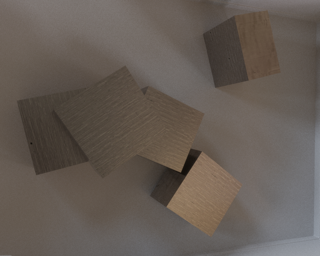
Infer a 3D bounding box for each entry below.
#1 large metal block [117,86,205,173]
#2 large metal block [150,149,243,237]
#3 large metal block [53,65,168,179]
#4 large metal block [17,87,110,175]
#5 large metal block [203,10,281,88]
[{"bbox_3d":[-0.002,0.002,0.396,0.080,0.050,0.080,25,82,-18],"label":"large metal block"},{"bbox_3d":[0.048,0.082,0.411,0.080,0.050,0.080,39,78,-22],"label":"large metal block"},{"bbox_3d":[-0.053,-0.007,0.324,0.080,0.050,0.080,-36,102,-16],"label":"large metal block"},{"bbox_3d":[-0.110,0.001,0.357,0.081,0.050,0.080,-14,95,-20],"label":"large metal block"},{"bbox_3d":[0.108,-0.103,0.421,0.050,0.080,0.080,-16,96,-19],"label":"large metal block"}]
